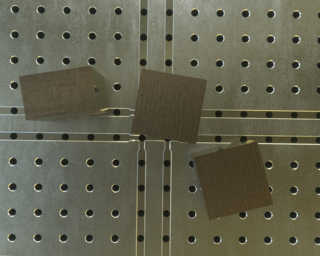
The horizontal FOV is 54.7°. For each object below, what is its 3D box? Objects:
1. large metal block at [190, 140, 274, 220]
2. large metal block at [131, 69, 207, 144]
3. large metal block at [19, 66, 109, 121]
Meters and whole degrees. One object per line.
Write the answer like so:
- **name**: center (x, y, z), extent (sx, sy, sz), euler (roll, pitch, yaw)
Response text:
- **large metal block**: center (0.090, 0.064, 0.402), extent (0.080, 0.050, 0.080), euler (-14, 90, -1)
- **large metal block**: center (0.011, -0.026, 0.401), extent (0.080, 0.050, 0.080), euler (10, 90, -1)
- **large metal block**: center (-0.113, -0.039, 0.384), extent (0.081, 0.080, 0.050), euler (-9, 90, 0)
